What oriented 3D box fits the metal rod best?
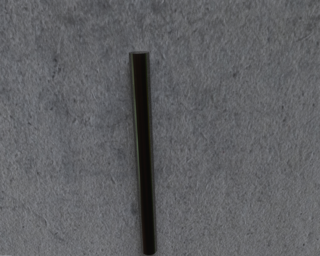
[{"bbox_3d":[-0.021,0.048,0.427,0.025,0.025,0.298,-2,110,0],"label":"metal rod"}]
